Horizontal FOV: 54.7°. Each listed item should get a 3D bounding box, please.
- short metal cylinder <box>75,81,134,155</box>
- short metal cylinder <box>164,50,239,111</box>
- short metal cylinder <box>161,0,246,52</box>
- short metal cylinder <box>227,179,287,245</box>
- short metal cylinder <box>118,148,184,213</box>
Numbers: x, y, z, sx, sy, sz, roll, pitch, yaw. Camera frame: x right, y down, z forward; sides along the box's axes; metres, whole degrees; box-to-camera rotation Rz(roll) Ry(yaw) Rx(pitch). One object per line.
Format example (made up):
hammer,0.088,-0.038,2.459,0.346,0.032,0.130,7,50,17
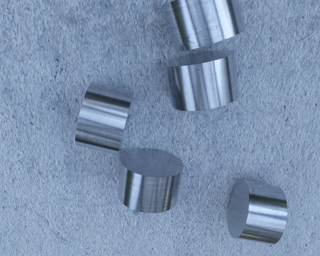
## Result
short metal cylinder,-0.066,-0.012,0.375,0.050,0.080,0.079,14,110,-5
short metal cylinder,0.048,-0.057,0.360,0.080,0.080,0.050,-10,110,4
short metal cylinder,0.047,-0.120,0.336,0.080,0.080,0.050,-17,109,6
short metal cylinder,0.130,0.114,0.423,0.050,0.080,0.079,11,110,-4
short metal cylinder,-0.013,0.066,0.405,0.081,0.080,0.050,7,110,-3
